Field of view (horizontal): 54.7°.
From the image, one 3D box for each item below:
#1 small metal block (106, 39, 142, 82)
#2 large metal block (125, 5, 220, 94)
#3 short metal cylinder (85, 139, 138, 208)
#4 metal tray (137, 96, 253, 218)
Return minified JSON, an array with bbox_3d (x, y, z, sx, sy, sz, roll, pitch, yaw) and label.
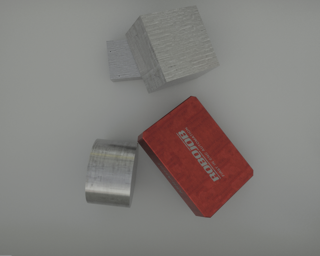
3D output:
[{"bbox_3d":[-0.042,-0.090,0.411,0.050,0.025,0.050,-6,90,-1],"label":"small metal block"},{"bbox_3d":[0.015,-0.097,0.384,0.081,0.050,0.080,-22,90,-28],"label":"large metal block"},{"bbox_3d":[-0.057,0.055,0.383,0.050,0.080,0.079,7,90,0],"label":"short metal cylinder"},{"bbox_3d":[0.046,0.036,0.395,0.090,0.030,0.130,-38,90,-21],"label":"metal tray"}]
